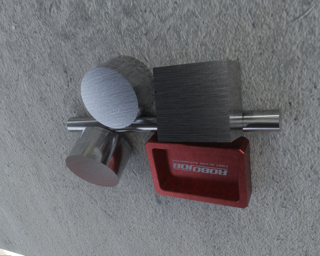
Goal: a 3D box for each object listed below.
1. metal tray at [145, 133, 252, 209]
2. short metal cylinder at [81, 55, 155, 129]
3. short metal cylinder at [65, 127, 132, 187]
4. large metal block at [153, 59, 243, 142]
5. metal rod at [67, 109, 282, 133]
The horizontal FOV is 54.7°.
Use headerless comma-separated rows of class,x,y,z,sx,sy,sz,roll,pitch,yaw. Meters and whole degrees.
metal tray,0.051,0.053,0.410,0.130,0.030,0.089,3,120,26
short metal cylinder,-0.051,-0.046,0.391,0.080,0.050,0.079,13,123,21
short metal cylinder,-0.088,0.043,0.449,0.080,0.050,0.080,14,144,11
large metal block,0.042,-0.028,0.336,0.080,0.050,0.079,-1,97,28
metal rod,-0.002,-0.007,0.407,0.300,0.025,0.025,-1,118,28
